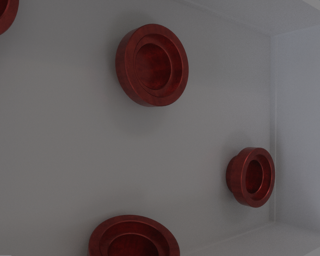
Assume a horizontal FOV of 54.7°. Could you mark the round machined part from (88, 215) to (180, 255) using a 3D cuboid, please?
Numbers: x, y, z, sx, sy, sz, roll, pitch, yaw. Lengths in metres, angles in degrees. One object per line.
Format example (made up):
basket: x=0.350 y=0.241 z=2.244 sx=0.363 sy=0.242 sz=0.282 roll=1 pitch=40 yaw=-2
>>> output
round machined part: x=-0.030 y=0.145 z=0.340 sx=0.099 sy=0.098 sz=0.042 roll=-9 pitch=121 yaw=-40

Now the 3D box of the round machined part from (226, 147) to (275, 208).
round machined part: x=0.148 y=0.081 z=0.520 sx=0.099 sy=0.042 sz=0.097 roll=0 pitch=90 yaw=-40

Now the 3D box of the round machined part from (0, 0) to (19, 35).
round machined part: x=-0.163 y=-0.118 z=0.240 sx=0.098 sy=0.042 sz=0.097 roll=0 pitch=90 yaw=-70

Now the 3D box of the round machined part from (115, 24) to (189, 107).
round machined part: x=-0.014 y=-0.075 z=0.384 sx=0.099 sy=0.042 sz=0.097 roll=0 pitch=90 yaw=-40
